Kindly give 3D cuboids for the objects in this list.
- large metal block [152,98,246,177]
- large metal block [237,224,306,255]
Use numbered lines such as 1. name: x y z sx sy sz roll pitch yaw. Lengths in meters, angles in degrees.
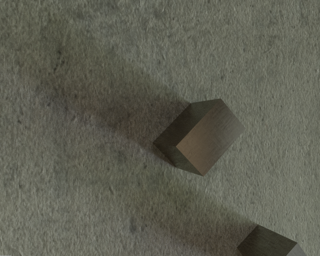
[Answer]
1. large metal block: 0.047 0.010 0.398 0.080 0.080 0.050 -46 105 -14
2. large metal block: 0.171 0.197 0.445 0.050 0.080 0.080 -40 103 -16
